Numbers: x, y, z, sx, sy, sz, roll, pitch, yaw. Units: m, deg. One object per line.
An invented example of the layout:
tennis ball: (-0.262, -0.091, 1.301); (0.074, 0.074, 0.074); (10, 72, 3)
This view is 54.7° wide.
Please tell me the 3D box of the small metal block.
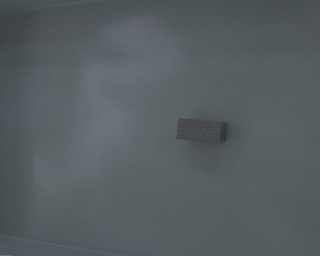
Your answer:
small metal block: (0.052, 0.003, 0.378); (0.050, 0.050, 0.025); (6, 92, 19)
